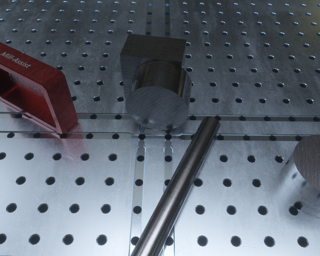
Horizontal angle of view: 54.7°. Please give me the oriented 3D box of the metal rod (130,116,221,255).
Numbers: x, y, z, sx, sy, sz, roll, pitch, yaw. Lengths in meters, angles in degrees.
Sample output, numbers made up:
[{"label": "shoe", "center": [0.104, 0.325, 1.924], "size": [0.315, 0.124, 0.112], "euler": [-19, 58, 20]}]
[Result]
[{"label": "metal rod", "center": [0.003, 0.097, 0.326], "size": [0.025, 0.025, 0.301], "euler": [21, 53, 16]}]

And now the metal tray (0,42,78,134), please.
[{"label": "metal tray", "center": [-0.175, -0.054, 0.408], "size": [0.130, 0.089, 0.030], "euler": [26, 55, 20]}]

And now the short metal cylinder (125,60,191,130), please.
[{"label": "short metal cylinder", "center": [0.000, -0.042, 0.407], "size": [0.080, 0.080, 0.050], "euler": [7, 50, 5]}]

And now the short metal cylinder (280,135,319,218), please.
[{"label": "short metal cylinder", "center": [0.184, 0.054, 0.349], "size": [0.081, 0.050, 0.080], "euler": [0, 50, 0]}]

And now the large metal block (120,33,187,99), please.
[{"label": "large metal block", "center": [-0.008, -0.082, 0.441], "size": [0.080, 0.080, 0.050], "euler": [8, 50, 6]}]
